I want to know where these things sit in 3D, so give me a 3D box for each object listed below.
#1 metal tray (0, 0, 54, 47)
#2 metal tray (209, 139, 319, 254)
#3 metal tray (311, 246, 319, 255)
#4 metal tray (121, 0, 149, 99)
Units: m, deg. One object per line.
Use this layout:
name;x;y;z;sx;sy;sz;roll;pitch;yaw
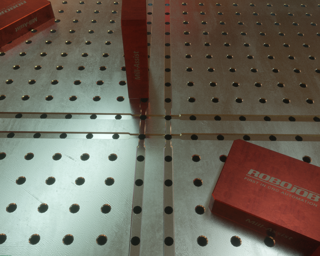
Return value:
metal tray;-0.277;-0.207;0.575;0.090;0.030;0.131;29;55;22
metal tray;0.131;0.073;0.345;0.130;0.030;0.090;20;53;16
metal tray;0.174;0.141;0.264;0.131;0.030;0.090;-32;83;-24
metal tray;-0.033;-0.116;0.436;0.030;0.129;0.090;-2;50;-2
